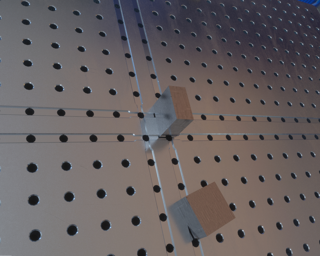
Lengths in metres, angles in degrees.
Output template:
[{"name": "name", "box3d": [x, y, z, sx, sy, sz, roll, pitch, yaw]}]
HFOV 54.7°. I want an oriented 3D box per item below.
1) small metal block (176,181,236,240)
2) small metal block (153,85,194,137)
[{"name": "small metal block", "box3d": [0.056, 0.100, 0.379, 0.050, 0.025, 0.050, -18, 71, -35]}, {"name": "small metal block", "box3d": [0.017, -0.021, 0.416, 0.025, 0.050, 0.050, 2, 61, -28]}]
